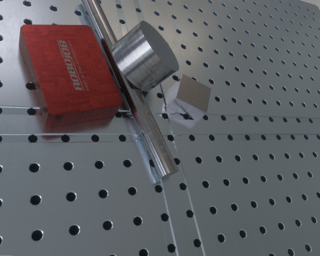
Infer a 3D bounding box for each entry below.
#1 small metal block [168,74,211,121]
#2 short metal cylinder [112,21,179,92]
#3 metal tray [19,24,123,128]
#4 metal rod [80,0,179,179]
[{"bbox_3d":[0.045,-0.045,0.460,0.050,0.025,0.050,25,53,-13],"label":"small metal block"},{"bbox_3d":[-0.019,-0.096,0.420,0.080,0.050,0.080,44,27,-28],"label":"short metal cylinder"},{"bbox_3d":[-0.112,-0.070,0.387,0.091,0.030,0.130,-12,68,-33],"label":"metal tray"},{"bbox_3d":[-0.049,-0.072,0.425,0.025,0.025,0.299,-13,69,-34],"label":"metal rod"}]
